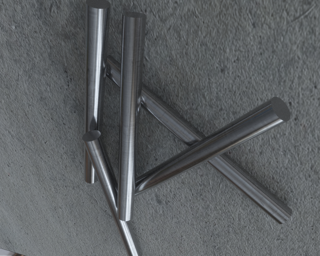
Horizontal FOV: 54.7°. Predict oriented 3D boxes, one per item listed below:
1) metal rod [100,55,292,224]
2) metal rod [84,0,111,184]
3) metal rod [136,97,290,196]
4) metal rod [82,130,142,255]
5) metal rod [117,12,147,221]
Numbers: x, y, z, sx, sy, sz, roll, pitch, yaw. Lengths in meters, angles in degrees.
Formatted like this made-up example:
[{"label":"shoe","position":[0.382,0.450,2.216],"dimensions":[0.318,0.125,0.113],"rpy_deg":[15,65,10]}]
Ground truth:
[{"label":"metal rod","position":[0.043,0.014,0.392],"dimensions":[0.300,0.025,0.025],"rpy_deg":[40,129,0]},{"label":"metal rod","position":[-0.089,-0.022,0.416],"dimensions":[0.025,0.025,0.298],"rpy_deg":[26,135,12]},{"label":"metal rod","position":[0.028,0.043,0.388],"dimensions":[0.025,0.025,0.299],"rpy_deg":[47,138,-5]},{"label":"metal rod","position":[-0.068,0.130,0.499],"dimensions":[0.025,0.025,0.298],"rpy_deg":[7,129,24]},{"label":"metal rod","position":[-0.040,0.009,0.397],"dimensions":[0.025,0.025,0.298],"rpy_deg":[18,124,18]}]
